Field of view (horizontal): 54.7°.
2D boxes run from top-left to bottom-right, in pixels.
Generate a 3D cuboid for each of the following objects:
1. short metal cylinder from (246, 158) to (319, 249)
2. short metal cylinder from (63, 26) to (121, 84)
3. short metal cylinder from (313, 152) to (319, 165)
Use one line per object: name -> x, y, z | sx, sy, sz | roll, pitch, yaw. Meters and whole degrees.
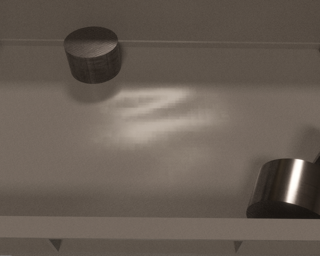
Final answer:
short metal cylinder -> 0.133, 0.075, 0.308 | 0.080, 0.080, 0.050 | 20, 53, 15
short metal cylinder -> -0.104, -0.114, 0.484 | 0.081, 0.050, 0.080 | 0, 50, 0
short metal cylinder -> 0.204, 0.037, 0.341 | 0.050, 0.080, 0.080 | 33, 57, 24
